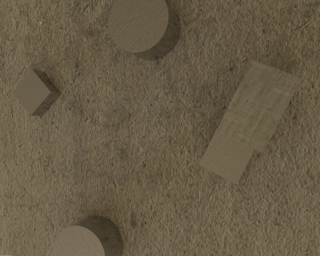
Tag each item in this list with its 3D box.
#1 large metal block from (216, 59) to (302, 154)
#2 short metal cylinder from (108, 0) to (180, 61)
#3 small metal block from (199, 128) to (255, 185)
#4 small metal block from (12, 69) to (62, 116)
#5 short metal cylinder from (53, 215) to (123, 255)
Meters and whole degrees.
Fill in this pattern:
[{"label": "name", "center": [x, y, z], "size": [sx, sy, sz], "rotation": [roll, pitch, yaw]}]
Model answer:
[{"label": "large metal block", "center": [0.109, -0.022, 0.341], "size": [0.050, 0.080, 0.080], "rotation": [27, 99, 17]}, {"label": "short metal cylinder", "center": [-0.019, -0.132, 0.402], "size": [0.080, 0.050, 0.079], "rotation": [0, 90, 19]}, {"label": "small metal block", "center": [0.083, 0.033, 0.379], "size": [0.050, 0.025, 0.050], "rotation": [27, 99, 17]}, {"label": "small metal block", "center": [-0.188, -0.053, 0.473], "size": [0.050, 0.025, 0.050], "rotation": [-45, 77, 14]}, {"label": "short metal cylinder", "center": [-0.099, 0.168, 0.429], "size": [0.080, 0.050, 0.079], "rotation": [0, 90, 19]}]
